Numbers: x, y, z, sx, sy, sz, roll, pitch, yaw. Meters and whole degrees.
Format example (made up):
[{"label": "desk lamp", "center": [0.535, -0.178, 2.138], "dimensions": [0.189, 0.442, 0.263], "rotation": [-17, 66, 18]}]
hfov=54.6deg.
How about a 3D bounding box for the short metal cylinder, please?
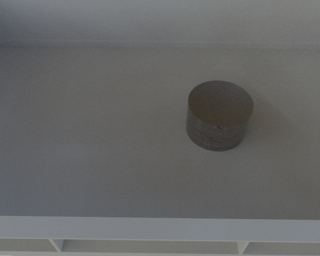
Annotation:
[{"label": "short metal cylinder", "center": [0.075, -0.016, 0.403], "dimensions": [0.080, 0.050, 0.080], "rotation": [0, 50, 0]}]
